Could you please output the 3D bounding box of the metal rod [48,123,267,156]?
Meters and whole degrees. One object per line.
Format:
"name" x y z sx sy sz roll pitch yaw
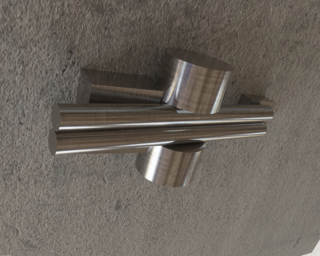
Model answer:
"metal rod" 0.025 0.007 0.368 0.302 0.025 0.025 -3 120 -36

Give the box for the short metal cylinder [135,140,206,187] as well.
"short metal cylinder" 0.013 0.031 0.399 0.081 0.080 0.050 1 118 -29

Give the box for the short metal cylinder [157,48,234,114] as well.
"short metal cylinder" 0.039 -0.056 0.359 0.081 0.080 0.050 1 118 -29

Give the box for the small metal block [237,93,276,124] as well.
"small metal block" 0.141 -0.023 0.472 0.050 0.025 0.050 3 117 -30

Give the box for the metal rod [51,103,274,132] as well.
"metal rod" 0.031 -0.015 0.358 0.302 0.025 0.025 -3 120 -36

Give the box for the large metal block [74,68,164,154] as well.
"large metal block" -0.051 -0.018 0.353 0.081 0.050 0.079 2 118 -29
